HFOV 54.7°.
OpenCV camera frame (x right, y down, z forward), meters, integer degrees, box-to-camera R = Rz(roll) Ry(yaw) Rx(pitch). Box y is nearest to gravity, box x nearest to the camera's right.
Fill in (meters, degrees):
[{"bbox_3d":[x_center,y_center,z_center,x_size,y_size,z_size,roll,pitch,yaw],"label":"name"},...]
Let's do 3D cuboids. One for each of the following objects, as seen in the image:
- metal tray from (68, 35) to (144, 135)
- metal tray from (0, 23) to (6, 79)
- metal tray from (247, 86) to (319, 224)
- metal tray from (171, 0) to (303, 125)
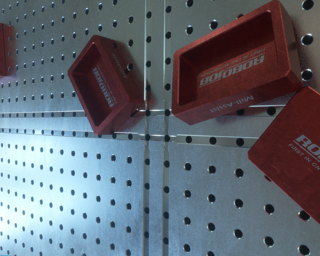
[{"bbox_3d":[-0.088,-0.065,0.475,0.090,0.030,0.130,-42,65,31],"label":"metal tray"},{"bbox_3d":[-0.405,-0.177,0.735,0.090,0.030,0.129,-11,83,39],"label":"metal tray"},{"bbox_3d":[0.156,0.035,0.277,0.130,0.030,0.089,46,117,29],"label":"metal tray"},{"bbox_3d":[0.072,-0.063,0.324,0.130,0.030,0.090,-19,56,38],"label":"metal tray"}]
